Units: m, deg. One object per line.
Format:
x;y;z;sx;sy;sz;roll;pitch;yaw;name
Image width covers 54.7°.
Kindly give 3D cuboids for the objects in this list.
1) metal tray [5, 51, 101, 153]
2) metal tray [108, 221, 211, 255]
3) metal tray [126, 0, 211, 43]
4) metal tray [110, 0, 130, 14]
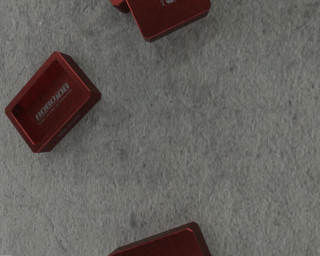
-0.161;-0.036;0.461;0.130;0.030;0.090;-43;77;14;metal tray
0.004;0.188;0.404;0.130;0.030;0.090;-25;82;17;metal tray
-0.004;-0.185;0.384;0.090;0.030;0.129;-25;94;6;metal tray
-0.053;-0.237;0.424;0.090;0.030;0.130;-34;79;16;metal tray
